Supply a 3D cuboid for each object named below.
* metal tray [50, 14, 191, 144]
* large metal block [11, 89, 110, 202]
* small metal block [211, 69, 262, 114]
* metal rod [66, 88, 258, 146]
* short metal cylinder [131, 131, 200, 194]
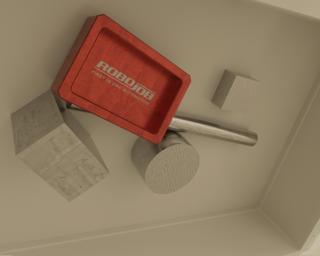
[{"bbox_3d":[-0.036,-0.048,0.336,0.131,0.030,0.090,28,86,-34],"label":"metal tray"},{"bbox_3d":[-0.106,0.017,0.327,0.050,0.080,0.080,-35,129,-5],"label":"large metal block"},{"bbox_3d":[0.108,-0.051,0.439,0.050,0.025,0.050,8,115,-32],"label":"small metal block"},{"bbox_3d":[0.026,-0.007,0.419,0.302,0.025,0.025,12,112,-34],"label":"metal rod"},{"bbox_3d":[0.007,0.043,0.425,0.081,0.050,0.079,-14,125,-21],"label":"short metal cylinder"}]
